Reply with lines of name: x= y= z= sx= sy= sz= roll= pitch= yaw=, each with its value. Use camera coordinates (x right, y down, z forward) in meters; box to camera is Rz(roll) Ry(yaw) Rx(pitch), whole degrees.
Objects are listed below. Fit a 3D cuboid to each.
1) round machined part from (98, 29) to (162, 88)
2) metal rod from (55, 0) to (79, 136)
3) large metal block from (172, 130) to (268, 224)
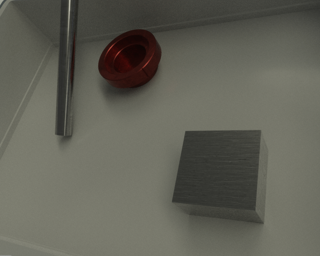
round machined part: x=-0.042 y=-0.101 z=0.477 sx=0.098 sy=0.042 sz=0.098 roll=-13 pitch=56 yaw=20
metal rod: x=-0.138 y=-0.138 z=0.465 sx=0.025 sy=0.025 sz=0.298 roll=8 pitch=96 yaw=31
large metal block: x=0.066 y=0.049 z=0.324 sx=0.080 sy=0.050 sz=0.080 roll=-1 pitch=61 yaw=27
